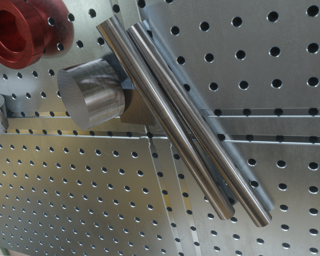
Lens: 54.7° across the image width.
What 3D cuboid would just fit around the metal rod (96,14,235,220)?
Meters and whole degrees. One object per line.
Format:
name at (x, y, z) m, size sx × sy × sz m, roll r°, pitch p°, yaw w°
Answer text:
metal rod at (0.018, 0.003, 0.382) m, size 0.025 × 0.025 × 0.299 m, roll -17°, pitch 116°, yaw 35°

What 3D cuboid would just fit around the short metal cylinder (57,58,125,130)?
short metal cylinder at (-0.089, -0.043, 0.396) m, size 0.080 × 0.050 × 0.079 m, roll 36°, pitch 140°, yaw 38°

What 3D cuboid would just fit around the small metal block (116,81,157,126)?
small metal block at (-0.028, -0.033, 0.406) m, size 0.050 × 0.025 × 0.050 m, roll 6°, pitch 121°, yaw 25°

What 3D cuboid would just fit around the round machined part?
round machined part at (-0.196, -0.133, 0.422) m, size 0.098 × 0.042 × 0.097 m, roll 13°, pitch 124°, yaw 21°

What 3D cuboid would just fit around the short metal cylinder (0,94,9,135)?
short metal cylinder at (-0.303, -0.022, 0.522) m, size 0.080 × 0.080 × 0.050 m, roll 20°, pitch 126°, yaw 16°

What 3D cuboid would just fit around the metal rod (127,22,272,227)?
metal rod at (0.053, 0.004, 0.385) m, size 0.025 × 0.025 × 0.299 m, roll -27°, pitch 104°, yaw 37°
